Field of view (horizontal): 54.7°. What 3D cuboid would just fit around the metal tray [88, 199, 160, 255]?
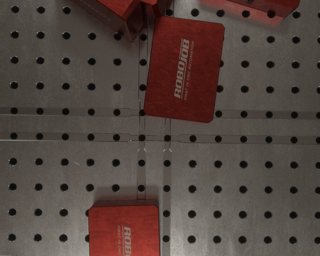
[{"bbox_3d":[-0.045,0.164,0.410,0.091,0.030,0.129,-2,90,-1],"label":"metal tray"}]

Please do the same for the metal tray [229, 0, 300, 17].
[{"bbox_3d":[0.127,-0.213,0.412,0.131,0.030,0.090,17,90,-1],"label":"metal tray"}]

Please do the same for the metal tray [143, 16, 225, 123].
[{"bbox_3d":[0.031,-0.075,0.411,0.091,0.030,0.129,7,90,-1],"label":"metal tray"}]

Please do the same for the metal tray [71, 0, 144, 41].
[{"bbox_3d":[-0.084,-0.166,0.379,0.130,0.090,0.030,35,90,-1],"label":"metal tray"}]

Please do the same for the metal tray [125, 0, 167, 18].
[{"bbox_3d":[-0.019,-0.216,0.394,0.090,0.030,0.130,22,84,12],"label":"metal tray"}]
